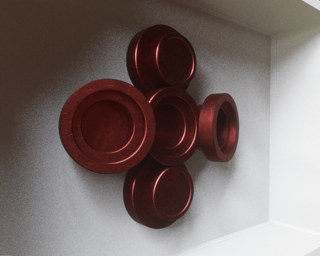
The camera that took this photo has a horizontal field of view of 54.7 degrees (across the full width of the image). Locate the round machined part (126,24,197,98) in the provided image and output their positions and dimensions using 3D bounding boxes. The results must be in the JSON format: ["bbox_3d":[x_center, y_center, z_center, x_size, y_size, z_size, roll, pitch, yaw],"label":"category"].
[{"bbox_3d":[0.009,-0.085,0.400,0.099,0.042,0.097,0,90,-40],"label":"round machined part"}]

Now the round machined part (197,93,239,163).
[{"bbox_3d":[0.077,0.000,0.447,0.099,0.042,0.097,-1,91,-56],"label":"round machined part"}]

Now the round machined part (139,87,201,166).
[{"bbox_3d":[0.005,-0.002,0.396,0.099,0.042,0.097,0,90,-40],"label":"round machined part"}]

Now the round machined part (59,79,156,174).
[{"bbox_3d":[-0.058,-0.002,0.334,0.099,0.042,0.097,0,90,-23],"label":"round machined part"}]

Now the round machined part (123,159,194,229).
[{"bbox_3d":[0.005,0.080,0.398,0.099,0.042,0.097,0,90,-40],"label":"round machined part"}]
